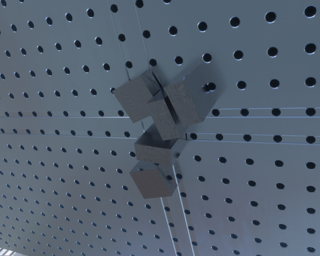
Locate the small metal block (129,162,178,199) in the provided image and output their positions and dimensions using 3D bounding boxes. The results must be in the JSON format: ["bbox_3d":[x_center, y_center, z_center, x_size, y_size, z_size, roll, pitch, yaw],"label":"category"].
[{"bbox_3d":[-0.009,0.076,0.462,0.050,0.025,0.050,-14,111,33],"label":"small metal block"}]

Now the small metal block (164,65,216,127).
[{"bbox_3d":[0.035,-0.037,0.353,0.025,0.050,0.050,-16,110,34],"label":"small metal block"}]

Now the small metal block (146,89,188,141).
[{"bbox_3d":[0.014,-0.020,0.374,0.025,0.050,0.050,-12,112,33],"label":"small metal block"}]

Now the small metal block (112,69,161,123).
[{"bbox_3d":[-0.024,-0.040,0.398,0.050,0.025,0.050,-23,106,36],"label":"small metal block"}]

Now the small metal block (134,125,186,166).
[{"bbox_3d":[0.002,0.022,0.406,0.050,0.050,0.025,7,122,24],"label":"small metal block"}]
